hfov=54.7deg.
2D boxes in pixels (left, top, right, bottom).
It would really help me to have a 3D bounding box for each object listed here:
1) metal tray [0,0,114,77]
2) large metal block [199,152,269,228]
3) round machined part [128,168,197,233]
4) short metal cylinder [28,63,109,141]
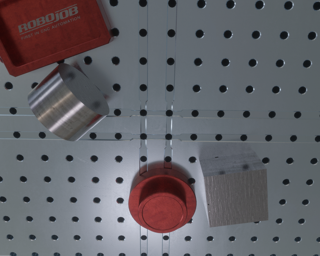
[{"bbox_3d":[-0.131,-0.124,0.363,0.131,0.030,0.090,-18,109,6],"label":"metal tray"},{"bbox_3d":[0.102,0.086,0.433,0.080,0.050,0.079,-8,110,3],"label":"large metal block"},{"bbox_3d":[0.004,0.111,0.445,0.099,0.042,0.097,0,110,0],"label":"round machined part"},{"bbox_3d":[-0.107,-0.031,0.372,0.050,0.080,0.080,-39,106,13],"label":"short metal cylinder"}]
